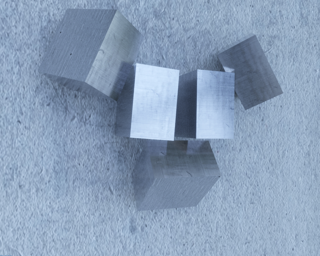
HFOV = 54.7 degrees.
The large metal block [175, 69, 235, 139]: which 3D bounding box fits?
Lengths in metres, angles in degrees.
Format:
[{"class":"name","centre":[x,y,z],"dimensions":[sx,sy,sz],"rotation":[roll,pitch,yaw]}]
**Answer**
[{"class":"large metal block","centre":[0.052,-0.028,0.402],"dimensions":[0.050,0.080,0.079],"rotation":[1,90,-20]}]

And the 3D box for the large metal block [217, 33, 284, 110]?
[{"class":"large metal block","centre":[0.120,-0.079,0.420],"dimensions":[0.050,0.080,0.080],"rotation":[-26,101,20]}]

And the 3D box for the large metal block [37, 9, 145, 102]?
[{"class":"large metal block","centre":[-0.076,-0.082,0.344],"dimensions":[0.050,0.080,0.080],"rotation":[32,77,-54]}]

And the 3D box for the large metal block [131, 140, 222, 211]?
[{"class":"large metal block","centre":[0.016,0.059,0.382],"dimensions":[0.081,0.079,0.050],"rotation":[1,51,-20]}]

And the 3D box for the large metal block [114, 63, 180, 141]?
[{"class":"large metal block","centre":[-0.019,-0.028,0.375],"dimensions":[0.050,0.080,0.080],"rotation":[5,88,-20]}]
